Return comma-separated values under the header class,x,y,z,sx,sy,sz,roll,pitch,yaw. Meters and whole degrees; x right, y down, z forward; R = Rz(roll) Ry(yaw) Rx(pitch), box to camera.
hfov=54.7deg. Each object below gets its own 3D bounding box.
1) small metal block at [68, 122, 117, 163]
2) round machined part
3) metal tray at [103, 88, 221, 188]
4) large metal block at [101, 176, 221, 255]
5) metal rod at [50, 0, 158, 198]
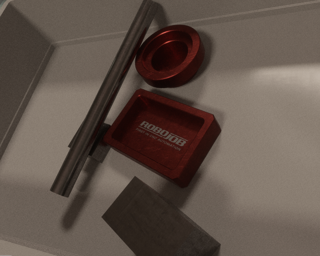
class,x,y,z,sx,sy,sz,roll,pitch,yaw
small metal block,-0.095,0.017,0.443,0.050,0.025,0.050,16,70,34
round machined part,0.017,-0.097,0.444,0.098,0.042,0.098,-13,56,20
metal tray,-0.001,0.008,0.396,0.130,0.030,0.090,24,74,36
large metal block,0.003,0.102,0.305,0.080,0.080,0.050,33,80,38
metal rod,-0.071,-0.050,0.429,0.025,0.025,0.299,14,74,33
